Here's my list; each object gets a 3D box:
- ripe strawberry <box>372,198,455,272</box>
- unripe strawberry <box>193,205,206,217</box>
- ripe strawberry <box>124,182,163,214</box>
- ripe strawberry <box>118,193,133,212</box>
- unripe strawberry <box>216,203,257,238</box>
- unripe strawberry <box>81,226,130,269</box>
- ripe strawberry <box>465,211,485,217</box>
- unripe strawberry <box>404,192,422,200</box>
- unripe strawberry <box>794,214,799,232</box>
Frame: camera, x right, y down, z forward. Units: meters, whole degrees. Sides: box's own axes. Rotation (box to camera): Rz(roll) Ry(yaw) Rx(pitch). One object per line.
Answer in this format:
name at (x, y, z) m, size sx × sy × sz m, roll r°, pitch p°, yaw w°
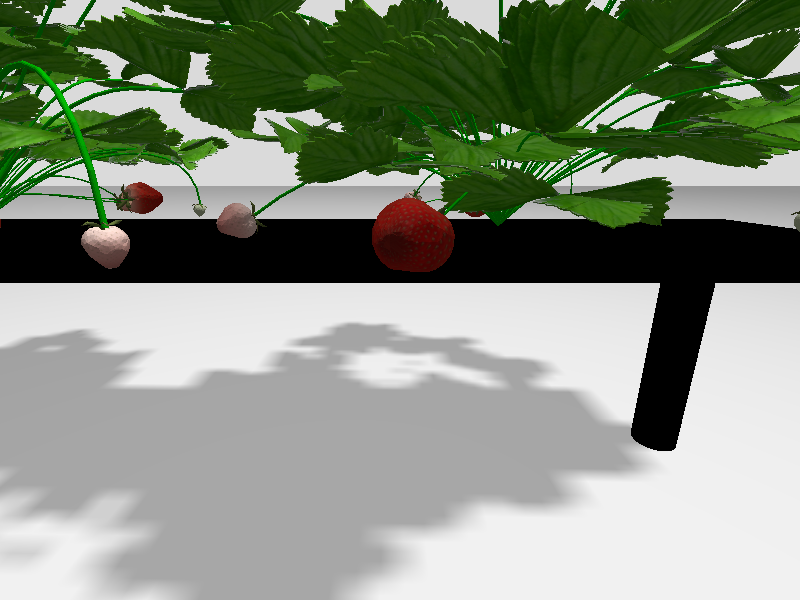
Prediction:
ripe strawberry at (0.004, -0.027, 0.169) m, size 0.036 × 0.031 × 0.036 m, roll 8°, pitch 19°, yaw 23°
unripe strawberry at (-0.201, -0.090, 0.403) m, size 0.011 × 0.012 × 0.011 m, roll -6°, pitch 18°, yaw -20°
ripe strawberry at (-0.279, -0.112, 0.439) m, size 0.037 × 0.033 × 0.034 m, roll 14°, pitch 22°, yaw 38°
ripe strawberry at (-0.310, -0.114, 0.462) m, size 0.027 × 0.023 × 0.027 m, roll 8°, pitch 18°, yaw 23°
unripe strawberry at (-0.108, -0.051, 0.262) m, size 0.024 × 0.023 × 0.026 m, roll -19°, pitch 23°, yaw -19°
unripe strawberry at (-0.138, -0.025, 0.189) m, size 0.019 × 0.020 × 0.018 m, roll 12°, pitch 21°, yaw 34°
ripe strawberry at (0.079, -0.106, 0.425) m, size 0.032 × 0.034 × 0.035 m, roll -1°, pitch 17°, yaw -4°
unripe strawberry at (0.016, -0.128, 0.515) m, size 0.023 × 0.020 × 0.021 m, roll -7°, pitch -17°, yaw -20°
unripe strawberry at (0.261, -0.049, 0.255) m, size 0.015 × 0.014 × 0.013 m, roll 9°, pitch 19°, yaw 26°
